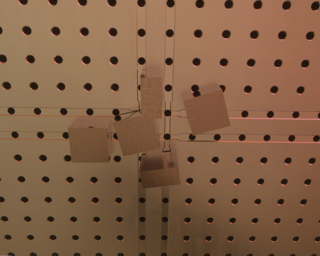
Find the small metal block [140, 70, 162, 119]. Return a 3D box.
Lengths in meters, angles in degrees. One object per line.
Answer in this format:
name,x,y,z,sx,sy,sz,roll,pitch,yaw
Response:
small metal block,-0.010,-0.043,0.384,0.025,0.050,0.050,0,110,0

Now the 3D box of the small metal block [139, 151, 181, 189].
small metal block,0.000,0.056,0.421,0.050,0.050,0.025,-7,110,2

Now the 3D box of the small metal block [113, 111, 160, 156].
small metal block,-0.030,0.005,0.415,0.050,0.025,0.050,-13,110,4

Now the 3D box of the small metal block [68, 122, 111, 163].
small metal block,-0.094,0.019,0.419,0.050,0.025,0.050,0,110,-1

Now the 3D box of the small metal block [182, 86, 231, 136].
small metal block,0.060,-0.023,0.406,0.050,0.025,0.050,-16,110,5
